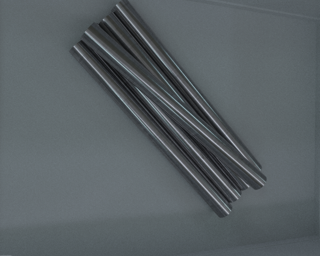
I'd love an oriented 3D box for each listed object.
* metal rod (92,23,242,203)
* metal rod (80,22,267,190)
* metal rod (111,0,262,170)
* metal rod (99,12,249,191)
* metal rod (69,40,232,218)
[{"bbox_3d":[0.011,-0.011,0.413,0.025,0.025,0.300,-45,104,-14],"label":"metal rod"},{"bbox_3d":[0.028,-0.017,0.392,0.300,0.025,0.025,40,77,-16],"label":"metal rod"},{"bbox_3d":[0.044,-0.046,0.425,0.025,0.025,0.300,-45,104,-14],"label":"metal rod"},{"bbox_3d":[0.029,-0.026,0.420,0.025,0.025,0.300,-45,104,-14],"label":"metal rod"},{"bbox_3d":[-0.003,0.009,0.408,0.025,0.025,0.300,-45,104,-14],"label":"metal rod"}]
